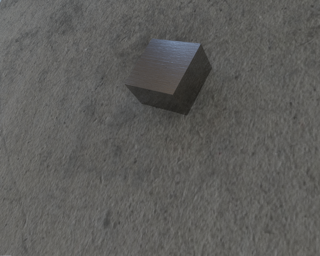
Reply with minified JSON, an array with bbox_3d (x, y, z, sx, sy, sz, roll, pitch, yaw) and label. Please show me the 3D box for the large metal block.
[{"bbox_3d":[0.012,-0.072,0.424,0.080,0.050,0.080,17,71,34],"label":"large metal block"}]
